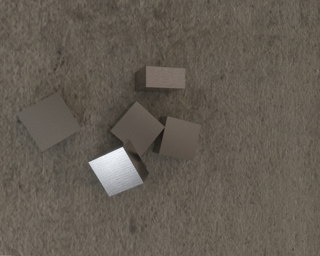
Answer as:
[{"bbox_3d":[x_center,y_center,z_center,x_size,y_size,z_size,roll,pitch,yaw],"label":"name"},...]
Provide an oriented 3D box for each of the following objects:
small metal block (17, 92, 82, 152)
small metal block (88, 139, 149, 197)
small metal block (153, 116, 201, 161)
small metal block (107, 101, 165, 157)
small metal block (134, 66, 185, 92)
[{"bbox_3d":[-0.129,-0.007,0.362,0.050,0.025,0.050,-33,101,-17],"label":"small metal block"},{"bbox_3d":[-0.049,0.049,0.378,0.050,0.025,0.050,-25,101,19],"label":"small metal block"},{"bbox_3d":[0.023,0.014,0.419,0.050,0.025,0.050,14,85,-20],"label":"small metal block"},{"bbox_3d":[-0.031,0.001,0.398,0.050,0.025,0.050,43,77,-15],"label":"small metal block"},{"bbox_3d":[-0.001,-0.061,0.396,0.050,0.050,0.025,0,91,-20],"label":"small metal block"}]
